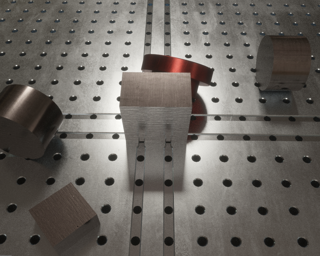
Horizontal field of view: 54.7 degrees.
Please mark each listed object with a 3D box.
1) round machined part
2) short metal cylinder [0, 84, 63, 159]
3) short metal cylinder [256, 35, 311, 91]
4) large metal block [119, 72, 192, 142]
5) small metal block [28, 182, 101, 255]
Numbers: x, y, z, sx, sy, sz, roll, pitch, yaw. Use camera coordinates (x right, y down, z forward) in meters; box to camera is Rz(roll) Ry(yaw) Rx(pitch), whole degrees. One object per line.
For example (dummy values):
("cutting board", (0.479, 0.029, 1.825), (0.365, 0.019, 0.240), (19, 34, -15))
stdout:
("round machined part", (0.021, -0.069, 0.432), (0.098, 0.098, 0.042), (14, 94, 11))
("short metal cylinder", (-0.166, -0.006, 0.375), (0.080, 0.080, 0.050), (11, 51, 9))
("short metal cylinder", (0.178, -0.094, 0.454), (0.050, 0.080, 0.080), (1, 50, 0))
("large metal block", (-0.004, -0.024, 0.388), (0.081, 0.080, 0.050), (1, 59, 0))
("small metal block", (-0.100, 0.094, 0.327), (0.050, 0.025, 0.050), (-34, 58, -26))
